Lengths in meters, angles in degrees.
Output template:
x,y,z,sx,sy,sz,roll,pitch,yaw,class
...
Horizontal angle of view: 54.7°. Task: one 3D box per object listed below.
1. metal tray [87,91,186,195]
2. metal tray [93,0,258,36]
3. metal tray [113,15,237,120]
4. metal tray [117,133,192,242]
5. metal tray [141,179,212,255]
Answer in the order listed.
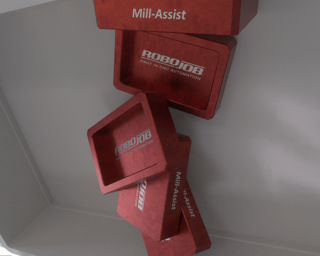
x,y,z,sx,sy,sz,roll,pitch,yaw,class
-0.036,0.022,0.376,0.130,0.030,0.090,-29,73,43,metal tray
0.017,-0.114,0.286,0.130,0.090,0.030,11,123,22,metal tray
0.012,-0.072,0.354,0.130,0.030,0.089,20,126,16,metal tray
-0.011,0.065,0.399,0.090,0.030,0.129,16,102,45,metal tray
0.007,0.114,0.426,0.090,0.030,0.130,-39,61,37,metal tray
